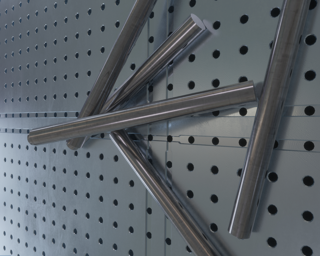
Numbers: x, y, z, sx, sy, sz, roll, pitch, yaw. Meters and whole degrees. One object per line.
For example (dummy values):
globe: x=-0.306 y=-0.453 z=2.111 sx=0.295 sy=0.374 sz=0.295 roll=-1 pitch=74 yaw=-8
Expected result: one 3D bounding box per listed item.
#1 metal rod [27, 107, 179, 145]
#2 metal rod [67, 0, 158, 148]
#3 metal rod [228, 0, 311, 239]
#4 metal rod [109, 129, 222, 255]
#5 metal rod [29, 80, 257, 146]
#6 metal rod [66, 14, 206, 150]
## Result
metal rod: x=-0.093 y=-0.005 z=0.461 sx=0.300 sy=0.025 sz=0.025 roll=-10 pitch=83 yaw=31
metal rod: x=-0.051 y=-0.107 z=0.419 sx=0.025 sy=0.025 sz=0.299 roll=35 pitch=101 yaw=34
metal rod: x=0.114 y=-0.030 z=0.315 sx=0.025 sy=0.025 sz=0.298 roll=18 pitch=102 yaw=38
metal rod: x=0.021 y=0.108 z=0.393 sx=0.300 sy=0.025 sz=0.025 roll=50 pitch=119 yaw=28
metal rod: x=-0.037 y=-0.013 z=0.383 sx=0.300 sy=0.025 sz=0.025 roll=-11 pitch=83 yaw=21
metal rod: x=-0.052 y=-0.050 z=0.453 sx=0.299 sy=0.025 sz=0.025 roll=-38 pitch=67 yaw=33
